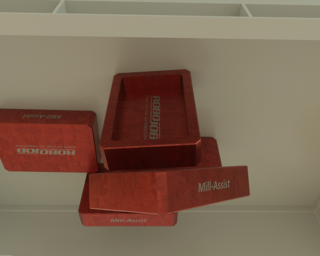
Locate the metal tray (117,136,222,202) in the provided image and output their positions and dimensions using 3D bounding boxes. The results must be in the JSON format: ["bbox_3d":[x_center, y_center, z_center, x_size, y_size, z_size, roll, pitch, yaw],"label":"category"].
[{"bbox_3d":[0.014,0.051,0.410,0.131,0.090,0.030,2,130,-2],"label":"metal tray"}]

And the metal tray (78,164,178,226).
[{"bbox_3d":[-0.042,0.094,0.445,0.131,0.090,0.030,0,130,-1],"label":"metal tray"}]

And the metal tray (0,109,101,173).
[{"bbox_3d":[-0.151,0.019,0.420,0.131,0.030,0.089,1,130,-2],"label":"metal tray"}]

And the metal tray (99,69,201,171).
[{"bbox_3d":[-0.008,-0.015,0.327,0.091,0.130,0.030,-3,130,2],"label":"metal tray"}]

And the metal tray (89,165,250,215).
[{"bbox_3d":[0.013,0.053,0.288,0.090,0.030,0.131,-9,170,42],"label":"metal tray"}]
